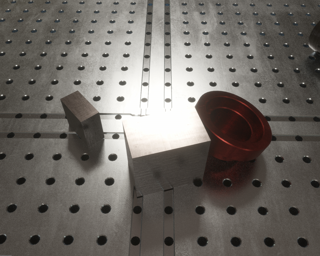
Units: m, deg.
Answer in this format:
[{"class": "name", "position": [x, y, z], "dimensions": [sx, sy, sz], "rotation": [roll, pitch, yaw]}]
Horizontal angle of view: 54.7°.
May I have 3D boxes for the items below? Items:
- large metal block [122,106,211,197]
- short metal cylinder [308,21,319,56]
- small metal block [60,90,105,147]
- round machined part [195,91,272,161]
[{"class": "large metal block", "position": [0.005, 0.028, 0.349], "dimensions": [0.081, 0.080, 0.050], "rotation": [-12, 52, -10]}, {"class": "short metal cylinder", "position": [0.291, -0.145, 0.498], "dimensions": [0.081, 0.080, 0.050], "rotation": [-16, 52, -14]}, {"class": "small metal block", "position": [-0.099, -0.012, 0.400], "dimensions": [0.025, 0.050, 0.050], "rotation": [-33, 58, -25]}, {"class": "round machined part", "position": [0.083, 0.002, 0.383], "dimensions": [0.099, 0.042, 0.098], "rotation": [14, 44, -14]}]
